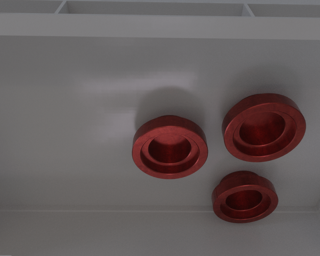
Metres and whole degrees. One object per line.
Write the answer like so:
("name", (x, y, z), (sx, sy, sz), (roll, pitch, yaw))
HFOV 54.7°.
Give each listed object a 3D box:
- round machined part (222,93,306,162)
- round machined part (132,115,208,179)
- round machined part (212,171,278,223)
("round machined part", (0.128, -0.004, 0.395), (0.099, 0.042, 0.097), (0, 130, 0))
("round machined part", (0.013, 0.021, 0.416), (0.099, 0.042, 0.097), (0, 130, 0))
("round machined part", (0.130, 0.105, 0.488), (0.099, 0.042, 0.097), (0, 130, 0))
